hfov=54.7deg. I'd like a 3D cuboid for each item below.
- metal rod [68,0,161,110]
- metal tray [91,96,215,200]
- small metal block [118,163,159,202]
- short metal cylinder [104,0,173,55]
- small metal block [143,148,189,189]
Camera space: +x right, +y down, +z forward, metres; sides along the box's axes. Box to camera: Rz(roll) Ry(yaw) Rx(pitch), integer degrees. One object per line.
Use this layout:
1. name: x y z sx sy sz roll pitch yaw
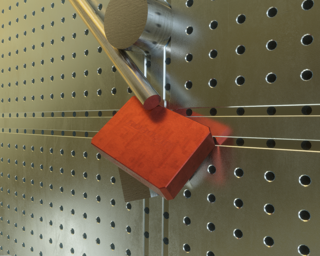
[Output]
1. metal rod: -0.084 -0.136 0.459 0.025 0.025 0.300 -53 55 27
2. metal tray: -0.011 0.018 0.380 0.130 0.030 0.090 27 67 36
3. small metal block: -0.027 0.073 0.430 0.050 0.025 0.050 -21 77 38
4. short metal cylinder: -0.029 -0.141 0.415 0.080 0.050 0.079 0 90 39
5. small metal block: 0.008 0.046 0.384 0.050 0.025 0.050 33 149 34
